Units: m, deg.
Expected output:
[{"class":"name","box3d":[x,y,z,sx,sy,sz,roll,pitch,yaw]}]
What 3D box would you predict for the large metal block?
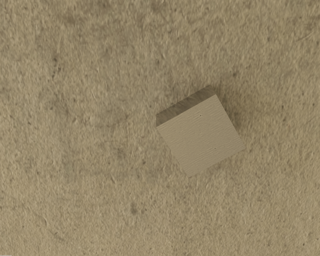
[{"class":"large metal block","box3d":[0.050,0.003,0.398,0.080,0.050,0.080,-29,108,10]}]
